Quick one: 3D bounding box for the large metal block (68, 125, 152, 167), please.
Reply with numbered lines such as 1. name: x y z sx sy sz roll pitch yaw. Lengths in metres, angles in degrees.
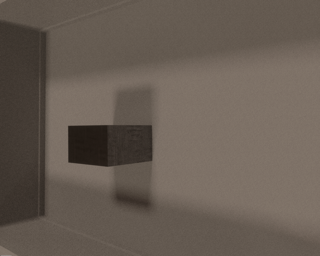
1. large metal block: -0.068 0.021 0.424 0.080 0.081 0.050 -1 90 39
